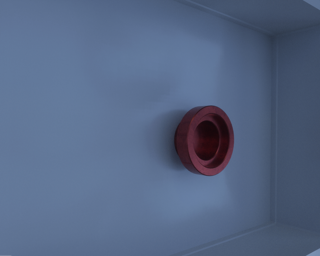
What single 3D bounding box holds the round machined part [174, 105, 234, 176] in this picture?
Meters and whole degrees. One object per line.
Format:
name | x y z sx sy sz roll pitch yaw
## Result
round machined part | 0.059 0.018 0.444 0.099 0.042 0.097 0 90 -40
